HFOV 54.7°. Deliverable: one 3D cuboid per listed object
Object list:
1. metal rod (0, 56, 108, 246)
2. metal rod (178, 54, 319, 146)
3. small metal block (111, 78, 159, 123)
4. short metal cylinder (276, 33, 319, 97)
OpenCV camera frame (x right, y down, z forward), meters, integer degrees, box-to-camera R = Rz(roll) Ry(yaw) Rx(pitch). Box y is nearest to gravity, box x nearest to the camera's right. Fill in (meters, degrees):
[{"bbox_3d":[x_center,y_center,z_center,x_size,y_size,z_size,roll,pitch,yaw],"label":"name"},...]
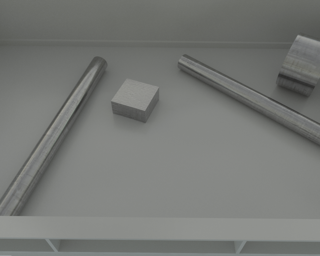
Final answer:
[{"bbox_3d":[-0.134,0.008,0.396,0.025,0.025,0.300,12,51,9],"label":"metal rod"},{"bbox_3d":[0.149,-0.030,0.432,0.300,0.025,0.025,34,58,25],"label":"metal rod"},{"bbox_3d":[-0.034,-0.039,0.438,0.050,0.025,0.050,17,52,13],"label":"small metal block"},{"bbox_3d":[0.210,-0.091,0.449,0.050,0.080,0.080,27,55,20],"label":"short metal cylinder"}]
